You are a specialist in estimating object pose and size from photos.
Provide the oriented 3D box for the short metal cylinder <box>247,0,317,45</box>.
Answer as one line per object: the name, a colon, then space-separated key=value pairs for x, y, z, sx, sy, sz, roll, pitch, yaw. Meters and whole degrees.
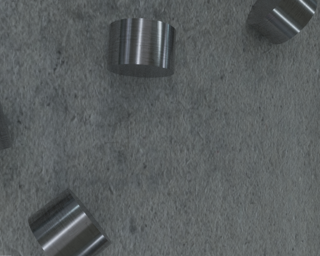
short metal cylinder: x=0.174 y=-0.168 z=0.446 sx=0.050 sy=0.080 sz=0.080 roll=32 pitch=79 yaw=-18

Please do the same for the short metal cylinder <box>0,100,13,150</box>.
short metal cylinder: x=-0.196 y=0.005 z=0.307 sx=0.081 sy=0.080 sz=0.050 roll=-14 pitch=95 yaw=-20

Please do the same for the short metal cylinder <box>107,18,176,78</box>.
short metal cylinder: x=-0.022 y=-0.093 z=0.372 sx=0.081 sy=0.080 sz=0.050 roll=3 pitch=89 yaw=-20

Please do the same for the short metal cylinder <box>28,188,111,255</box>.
short metal cylinder: x=-0.099 y=0.114 z=0.344 sx=0.050 sy=0.080 sz=0.080 roll=-38 pitch=103 yaw=-16
